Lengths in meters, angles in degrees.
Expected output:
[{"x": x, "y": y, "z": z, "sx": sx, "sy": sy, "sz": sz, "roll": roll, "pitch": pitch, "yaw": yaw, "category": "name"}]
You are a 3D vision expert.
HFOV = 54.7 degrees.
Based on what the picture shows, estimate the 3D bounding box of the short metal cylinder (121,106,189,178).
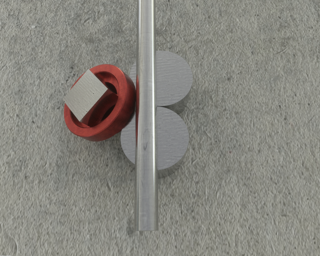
[{"x": -0.006, "y": 0.019, "z": 0.388, "sx": 0.081, "sy": 0.050, "sz": 0.080, "roll": 0, "pitch": 69, "yaw": 0, "category": "short metal cylinder"}]

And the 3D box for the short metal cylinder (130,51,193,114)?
[{"x": 0.001, "y": -0.056, "z": 0.417, "sx": 0.081, "sy": 0.050, "sz": 0.080, "roll": 0, "pitch": 70, "yaw": 0, "category": "short metal cylinder"}]

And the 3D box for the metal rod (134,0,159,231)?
[{"x": -0.016, "y": -0.035, "z": 0.369, "sx": 0.025, "sy": 0.025, "sz": 0.299, "roll": -1, "pitch": 70, "yaw": 0, "category": "metal rod"}]

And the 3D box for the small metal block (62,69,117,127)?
[{"x": -0.084, "y": -0.036, "z": 0.379, "sx": 0.050, "sy": 0.025, "sz": 0.050, "roll": -48, "pitch": 54, "yaw": 4, "category": "small metal block"}]

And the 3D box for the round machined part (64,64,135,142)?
[{"x": -0.071, "y": -0.028, "z": 0.396, "sx": 0.098, "sy": 0.042, "sz": 0.098, "roll": -12, "pitch": 64, "yaw": 26, "category": "round machined part"}]
